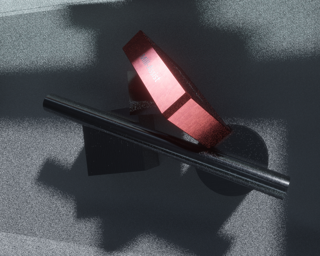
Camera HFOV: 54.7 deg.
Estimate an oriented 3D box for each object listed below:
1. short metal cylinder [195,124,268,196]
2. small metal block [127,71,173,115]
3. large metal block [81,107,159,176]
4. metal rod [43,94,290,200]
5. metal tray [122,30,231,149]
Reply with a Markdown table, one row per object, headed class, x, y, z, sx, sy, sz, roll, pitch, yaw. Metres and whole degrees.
| class | x | y | z | sx | sy | sz | roll | pitch | yaw |
| --- | --- | --- | --- | --- | --- | --- | --- | --- | --- |
| short metal cylinder | 0.086 | 0.035 | 0.365 | 0.080 | 0.050 | 0.079 | 0 | 90 | 19 |
| small metal block | -0.013 | -0.044 | 0.377 | 0.050 | 0.025 | 0.050 | -3 | 53 | -7 |
| large metal block | -0.052 | 0.017 | 0.413 | 0.080 | 0.050 | 0.080 | -8 | 87 | 19 |
| metal rod | -0.009 | 0.014 | 0.357 | 0.301 | 0.025 | 0.025 | 19 | 96 | 18 |
| metal tray | 0.016 | -0.044 | 0.342 | 0.030 | 0.090 | 0.130 | -42 | 47 | 14 |
